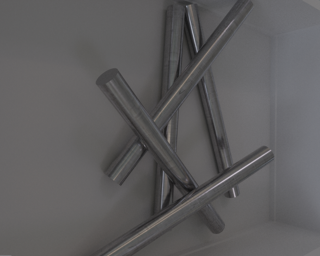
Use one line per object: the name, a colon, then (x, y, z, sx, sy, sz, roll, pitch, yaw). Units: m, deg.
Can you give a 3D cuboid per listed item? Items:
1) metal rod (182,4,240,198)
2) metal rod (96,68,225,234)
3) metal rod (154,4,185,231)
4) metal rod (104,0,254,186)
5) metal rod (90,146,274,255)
metal rod: (0.079, -0.032, 0.472, 0.025, 0.025, 0.298, -25, 106, -37)
metal rod: (0.018, 0.050, 0.384, 0.025, 0.025, 0.300, -55, 131, -25)
metal rod: (0.012, -0.015, 0.416, 0.025, 0.025, 0.298, 6, 86, -40)
metal rod: (0.032, -0.056, 0.397, 0.025, 0.025, 0.300, 45, 74, -31)
metal rod: (0.024, 0.101, 0.376, 0.302, 0.025, 0.025, -28, 108, -21)
